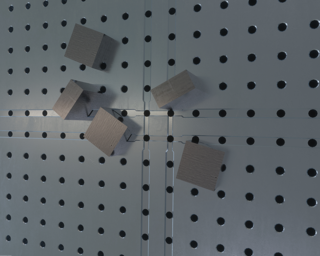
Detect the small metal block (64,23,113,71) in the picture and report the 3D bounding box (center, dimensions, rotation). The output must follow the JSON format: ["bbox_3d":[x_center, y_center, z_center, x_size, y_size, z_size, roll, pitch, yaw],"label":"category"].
[{"bbox_3d":[-0.104,-0.117,0.450,0.050,0.025,0.050,25,98,18],"label":"small metal block"}]

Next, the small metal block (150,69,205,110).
[{"bbox_3d":[0.023,-0.046,0.391,0.050,0.050,0.025,-28,81,18],"label":"small metal block"}]

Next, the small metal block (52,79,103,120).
[{"bbox_3d":[-0.116,-0.038,0.441,0.025,0.050,0.050,40,103,15],"label":"small metal block"}]

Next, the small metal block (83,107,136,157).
[{"bbox_3d":[-0.072,0.005,0.438,0.050,0.025,0.050,36,101,16],"label":"small metal block"}]

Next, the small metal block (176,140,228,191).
[{"bbox_3d":[0.053,0.046,0.394,0.050,0.025,0.050,16,96,19],"label":"small metal block"}]
